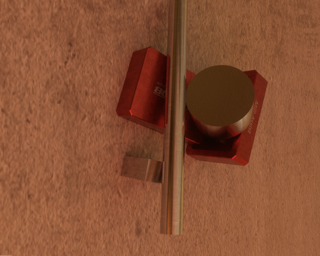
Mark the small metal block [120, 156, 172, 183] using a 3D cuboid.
[{"bbox_3d":[-0.012,0.052,0.381,0.050,0.050,0.025,16,80,-39],"label":"small metal block"}]

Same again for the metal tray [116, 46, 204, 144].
[{"bbox_3d":[0.013,-0.039,0.415,0.131,0.030,0.090,23,75,-38],"label":"metal tray"}]

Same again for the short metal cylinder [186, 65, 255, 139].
[{"bbox_3d":[0.076,-0.031,0.388,0.050,0.080,0.080,54,51,-66],"label":"short metal cylinder"}]

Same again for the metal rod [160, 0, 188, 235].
[{"bbox_3d":[0.019,-0.030,0.373,0.025,0.025,0.299,14,72,-40],"label":"metal rod"}]

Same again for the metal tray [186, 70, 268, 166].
[{"bbox_3d":[0.095,-0.015,0.446,0.030,0.090,0.130,29,72,-37],"label":"metal tray"}]
